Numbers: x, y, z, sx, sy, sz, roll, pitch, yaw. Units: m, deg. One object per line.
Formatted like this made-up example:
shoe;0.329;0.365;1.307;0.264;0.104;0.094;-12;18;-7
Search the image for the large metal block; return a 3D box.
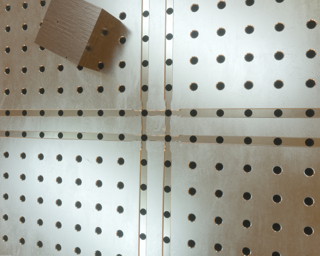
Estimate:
large metal block;-0.117;-0.137;0.439;0.080;0.050;0.080;28;99;17
